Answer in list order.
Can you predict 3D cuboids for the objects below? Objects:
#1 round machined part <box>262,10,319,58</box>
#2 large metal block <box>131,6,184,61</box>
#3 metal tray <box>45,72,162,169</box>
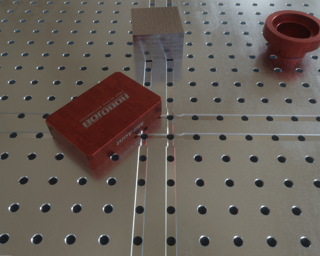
[{"bbox_3d":[0.225,-0.157,0.530,0.099,0.042,0.098,0,50,0],"label":"round machined part"},{"bbox_3d":[-0.006,-0.161,0.527,0.081,0.050,0.080,-4,50,-4],"label":"large metal block"},{"bbox_3d":[-0.072,-0.016,0.417,0.090,0.030,0.131,34,58,25],"label":"metal tray"}]
